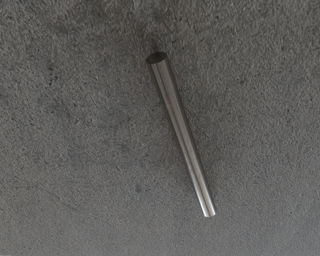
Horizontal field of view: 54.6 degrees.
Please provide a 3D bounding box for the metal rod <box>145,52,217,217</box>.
[{"bbox_3d":[0.040,0.032,0.433,0.025,0.025,0.299,-13,129,11],"label":"metal rod"}]
